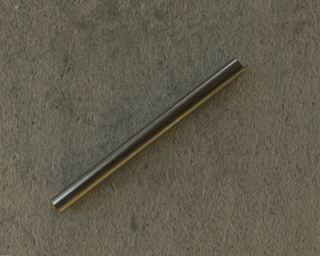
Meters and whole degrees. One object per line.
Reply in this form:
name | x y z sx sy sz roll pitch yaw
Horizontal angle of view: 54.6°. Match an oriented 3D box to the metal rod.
metal rod | -0.015 0.009 0.409 0.300 0.025 0.025 -38 90 0
